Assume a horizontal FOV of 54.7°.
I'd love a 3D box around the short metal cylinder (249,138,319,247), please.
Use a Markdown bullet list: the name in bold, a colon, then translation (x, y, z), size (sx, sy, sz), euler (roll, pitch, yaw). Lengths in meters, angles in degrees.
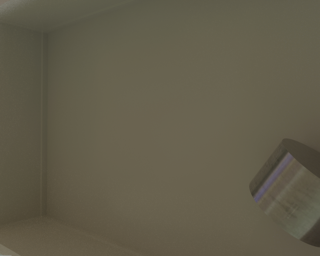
- **short metal cylinder**: translation (0.126, 0.053, 0.267), size (0.080, 0.081, 0.050), euler (43, 116, 31)
